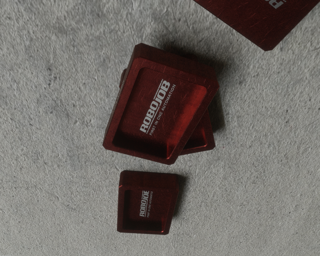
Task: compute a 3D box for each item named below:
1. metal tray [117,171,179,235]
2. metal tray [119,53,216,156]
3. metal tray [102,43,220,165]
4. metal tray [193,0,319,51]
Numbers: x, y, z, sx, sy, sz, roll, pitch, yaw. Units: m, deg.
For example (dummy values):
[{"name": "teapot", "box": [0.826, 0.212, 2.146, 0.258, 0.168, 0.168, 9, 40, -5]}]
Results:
[{"name": "metal tray", "box": [-0.023, 0.127, 0.511, 0.091, 0.030, 0.129, 5, 130, -4]}, {"name": "metal tray", "box": [0.014, -0.020, 0.386, 0.090, 0.030, 0.129, -12, 130, 9]}, {"name": "metal tray", "box": [-0.004, -0.019, 0.346, 0.091, 0.030, 0.129, 16, 128, -14]}, {"name": "metal tray", "box": [0.083, -0.141, 0.284, 0.131, 0.030, 0.090, 27, 125, -21]}]
